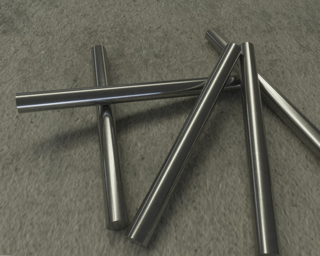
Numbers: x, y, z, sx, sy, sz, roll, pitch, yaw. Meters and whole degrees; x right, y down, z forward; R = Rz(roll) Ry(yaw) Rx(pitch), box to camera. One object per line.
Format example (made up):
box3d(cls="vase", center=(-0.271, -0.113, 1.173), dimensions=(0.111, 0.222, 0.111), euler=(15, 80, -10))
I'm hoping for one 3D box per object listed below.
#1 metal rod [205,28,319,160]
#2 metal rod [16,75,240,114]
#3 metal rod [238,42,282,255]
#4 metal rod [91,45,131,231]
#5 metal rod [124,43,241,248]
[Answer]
box3d(cls="metal rod", center=(0.152, -0.060, 0.455), dimensions=(0.025, 0.025, 0.300), euler=(-19, 53, -16))
box3d(cls="metal rod", center=(-0.028, -0.048, 0.417), dimensions=(0.303, 0.025, 0.025), euler=(-7, 50, -17))
box3d(cls="metal rod", center=(0.118, 0.002, 0.385), dimensions=(0.025, 0.025, 0.300), euler=(4, 55, 3))
box3d(cls="metal rod", center=(-0.071, -0.013, 0.412), dimensions=(0.025, 0.025, 0.300), euler=(-8, 51, -7))
box3d(cls="metal rod", center=(0.041, 0.000, 0.381), dimensions=(0.025, 0.025, 0.300), euler=(21, 60, 16))
